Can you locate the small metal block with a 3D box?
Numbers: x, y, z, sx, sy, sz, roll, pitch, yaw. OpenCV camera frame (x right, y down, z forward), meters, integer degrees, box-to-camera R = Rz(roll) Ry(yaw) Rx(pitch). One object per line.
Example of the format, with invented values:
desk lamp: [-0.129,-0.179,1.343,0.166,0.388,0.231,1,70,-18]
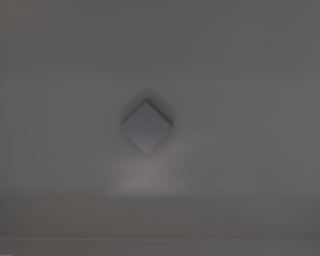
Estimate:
small metal block: [-0.018,-0.004,0.410,0.050,0.025,0.050,-43,105,14]
